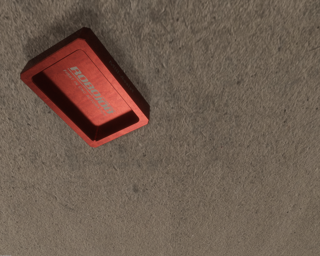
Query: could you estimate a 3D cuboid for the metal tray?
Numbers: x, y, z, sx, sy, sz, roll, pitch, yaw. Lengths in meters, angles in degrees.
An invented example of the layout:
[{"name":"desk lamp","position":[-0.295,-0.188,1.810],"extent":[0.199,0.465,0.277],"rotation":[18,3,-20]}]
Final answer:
[{"name":"metal tray","position":[-0.082,-0.041,0.367],"extent":[0.090,0.030,0.130],"rotation":[-25,126,19]}]
